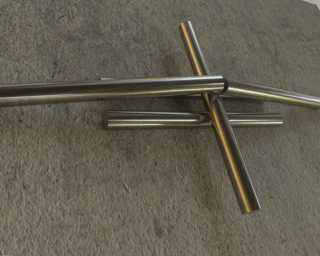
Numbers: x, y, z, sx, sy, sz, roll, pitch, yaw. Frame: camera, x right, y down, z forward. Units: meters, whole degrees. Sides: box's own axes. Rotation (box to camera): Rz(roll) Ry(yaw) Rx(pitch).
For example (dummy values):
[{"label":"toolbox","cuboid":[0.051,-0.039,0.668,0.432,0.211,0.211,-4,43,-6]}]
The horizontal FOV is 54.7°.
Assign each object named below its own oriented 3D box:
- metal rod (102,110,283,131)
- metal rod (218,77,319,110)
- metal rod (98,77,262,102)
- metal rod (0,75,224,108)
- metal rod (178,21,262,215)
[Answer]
[{"label":"metal rod","cuboid":[0.065,-0.011,0.449,0.303,0.025,0.025,-1,62,-29]},{"label":"metal rod","cuboid":[0.202,-0.053,0.517,0.302,0.025,0.025,2,60,-39]},{"label":"metal rod","cuboid":[0.054,-0.055,0.469,0.303,0.025,0.025,-1,62,-29]},{"label":"metal rod","cuboid":[-0.060,-0.046,0.370,0.303,0.025,0.025,-6,65,-21]},{"label":"metal rod","cuboid":[0.076,-0.030,0.435,0.025,0.025,0.299,0,62,-29]}]
